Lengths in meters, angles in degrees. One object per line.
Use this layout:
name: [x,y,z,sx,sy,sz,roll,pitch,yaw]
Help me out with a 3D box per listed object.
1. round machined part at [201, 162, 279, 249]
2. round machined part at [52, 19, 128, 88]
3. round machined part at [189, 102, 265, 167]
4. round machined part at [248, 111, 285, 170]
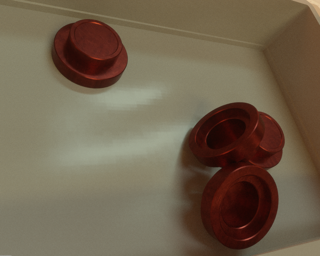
round machined part: [0.090,0.089,0.370,0.099,0.042,0.097,-3,96,-25]
round machined part: [-0.089,-0.105,0.410,0.099,0.042,0.098,14,56,-21]
round machined part: [0.090,0.014,0.406,0.042,0.098,0.098,52,45,-28]
round machined part: [0.146,0.014,0.464,0.099,0.042,0.098,14,56,-21]
